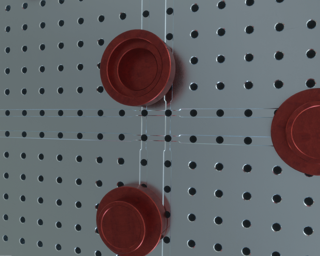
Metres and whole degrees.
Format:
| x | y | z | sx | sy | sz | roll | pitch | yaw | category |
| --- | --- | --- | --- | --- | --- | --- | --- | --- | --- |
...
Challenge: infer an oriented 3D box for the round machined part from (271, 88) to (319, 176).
| x | y | z | sx | sy | sz | roll | pitch | yaw | category |
| --- | --- | --- | --- | --- | --- | --- | --- | --- | --- |
| 0.175 | 0.004 | 0.342 | 0.098 | 0.042 | 0.097 | 0 | 90 | 19 | round machined part |

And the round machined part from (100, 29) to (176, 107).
| x | y | z | sx | sy | sz | roll | pitch | yaw | category |
| --- | --- | --- | --- | --- | --- | --- | --- | --- | --- |
| -0.026 | -0.077 | 0.412 | 0.098 | 0.042 | 0.097 | 0 | 90 | 19 | round machined part |

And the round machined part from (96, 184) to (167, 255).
| x | y | z | sx | sy | sz | roll | pitch | yaw | category |
| --- | --- | --- | --- | --- | --- | --- | --- | --- | --- |
| -0.044 | 0.128 | 0.418 | 0.098 | 0.042 | 0.097 | 0 | 90 | 19 | round machined part |
